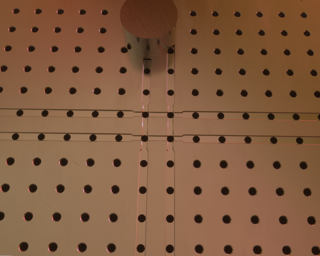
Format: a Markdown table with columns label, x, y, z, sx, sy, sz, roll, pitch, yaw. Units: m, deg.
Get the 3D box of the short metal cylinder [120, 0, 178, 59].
| label | x | y | z | sx | sy | sz | roll | pitch | yaw |
| --- | --- | --- | --- | --- | --- | --- | --- | --- | --- |
| short metal cylinder | -0.015 | -0.149 | 0.453 | 0.080 | 0.050 | 0.080 | 0 | 70 | 0 |
